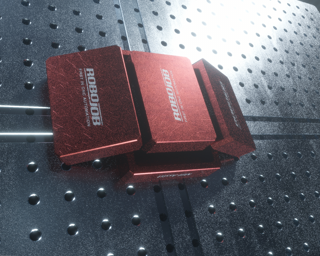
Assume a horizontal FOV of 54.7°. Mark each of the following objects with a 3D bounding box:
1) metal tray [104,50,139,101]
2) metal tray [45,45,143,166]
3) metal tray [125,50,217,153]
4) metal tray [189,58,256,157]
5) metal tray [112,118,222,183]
[{"bbox_3d":[-0.012,-0.061,0.437,0.131,0.030,0.090,0,62,-28],"label":"metal tray"},{"bbox_3d":[-0.078,-0.030,0.359,0.091,0.030,0.130,-12,66,-6],"label":"metal tray"},{"bbox_3d":[0.010,-0.035,0.394,0.091,0.030,0.130,0,62,-29],"label":"metal tray"},{"bbox_3d":[0.088,-0.028,0.447,0.090,0.030,0.130,19,49,-51],"label":"metal tray"},{"bbox_3d":[0.009,0.019,0.400,0.131,0.030,0.090,0,62,-28],"label":"metal tray"}]
